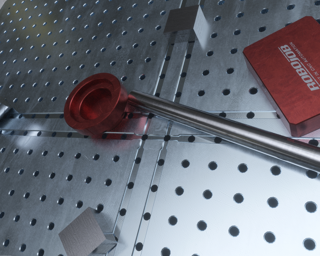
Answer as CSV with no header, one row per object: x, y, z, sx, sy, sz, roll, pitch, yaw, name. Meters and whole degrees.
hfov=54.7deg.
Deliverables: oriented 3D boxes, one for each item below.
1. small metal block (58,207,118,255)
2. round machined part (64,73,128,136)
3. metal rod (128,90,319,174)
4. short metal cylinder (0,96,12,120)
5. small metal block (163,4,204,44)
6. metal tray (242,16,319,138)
-0.087,0.133,0.373,0.050,0.025,0.050,-42,51,-1,small metal block
-0.091,-0.031,0.464,0.098,0.042,0.098,-13,56,21,round machined part
0.076,0.000,0.368,0.300,0.025,0.025,21,73,35,metal rod
-0.326,-0.045,0.572,0.050,0.080,0.080,-50,52,-6,short metal cylinder
0.038,-0.163,0.488,0.050,0.025,0.050,1,62,28,small metal block
0.164,-0.063,0.357,0.090,0.030,0.130,-26,52,11,metal tray
